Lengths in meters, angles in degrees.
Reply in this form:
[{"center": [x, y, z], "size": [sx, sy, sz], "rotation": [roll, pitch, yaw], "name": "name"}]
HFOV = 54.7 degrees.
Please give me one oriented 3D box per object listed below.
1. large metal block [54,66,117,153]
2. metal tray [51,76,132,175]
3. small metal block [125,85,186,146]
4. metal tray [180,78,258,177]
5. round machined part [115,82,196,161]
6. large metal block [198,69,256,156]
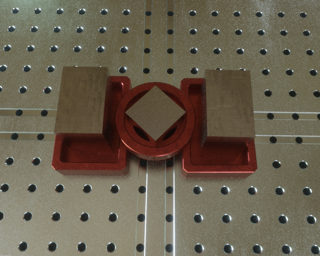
[{"center": [-0.085, -0.019, 0.375], "size": [0.050, 0.080, 0.080], "rotation": [1, 70, 0], "name": "large metal block"}, {"center": [-0.086, -0.005, 0.409], "size": [0.091, 0.030, 0.130], "rotation": [1, 70, 0], "name": "metal tray"}, {"center": [-0.005, -0.014, 0.374], "size": [0.050, 0.025, 0.050], "rotation": [43, 75, 14], "name": "small metal block"}, {"center": [0.073, -0.002, 0.409], "size": [0.091, 0.030, 0.130], "rotation": [0, 70, 0], "name": "metal tray"}, {"center": [-0.006, -0.006, 0.395], "size": [0.099, 0.042, 0.098], "rotation": [0, 70, 0], "name": "round machined part"}, {"center": [0.076, -0.015, 0.374], "size": [0.050, 0.080, 0.080], "rotation": [1, 70, 1], "name": "large metal block"}]
